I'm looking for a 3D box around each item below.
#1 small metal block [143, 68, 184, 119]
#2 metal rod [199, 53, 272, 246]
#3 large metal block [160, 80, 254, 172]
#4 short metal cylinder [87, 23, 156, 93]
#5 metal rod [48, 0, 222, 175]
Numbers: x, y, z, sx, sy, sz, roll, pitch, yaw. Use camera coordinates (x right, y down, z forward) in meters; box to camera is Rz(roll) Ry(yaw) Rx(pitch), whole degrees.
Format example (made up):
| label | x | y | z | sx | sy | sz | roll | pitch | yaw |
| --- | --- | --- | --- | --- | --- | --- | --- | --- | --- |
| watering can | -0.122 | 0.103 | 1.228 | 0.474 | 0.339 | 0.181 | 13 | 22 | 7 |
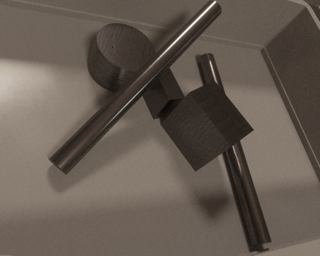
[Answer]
| label | x | y | z | sx | sy | sz | roll | pitch | yaw |
| --- | --- | --- | --- | --- | --- | --- | --- | --- | --- |
| small metal block | 0.002 | -0.047 | 0.421 | 0.025 | 0.050 | 0.050 | -13 | 69 | -34 |
| metal rod | 0.103 | 0.014 | 0.454 | 0.025 | 0.025 | 0.299 | 4 | 60 | -27 |
| large metal block | 0.058 | -0.001 | 0.404 | 0.050 | 0.080 | 0.080 | -29 | 78 | -38 |
| short metal cylinder | -0.052 | -0.094 | 0.420 | 0.081 | 0.050 | 0.080 | 14 | 56 | -21 |
| metal rod | -0.016 | -0.064 | 0.381 | 0.025 | 0.025 | 0.301 | 41 | 68 | -1 |
